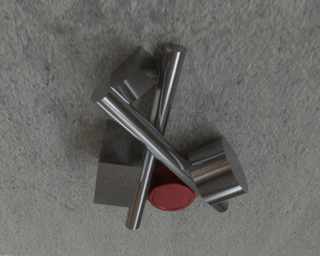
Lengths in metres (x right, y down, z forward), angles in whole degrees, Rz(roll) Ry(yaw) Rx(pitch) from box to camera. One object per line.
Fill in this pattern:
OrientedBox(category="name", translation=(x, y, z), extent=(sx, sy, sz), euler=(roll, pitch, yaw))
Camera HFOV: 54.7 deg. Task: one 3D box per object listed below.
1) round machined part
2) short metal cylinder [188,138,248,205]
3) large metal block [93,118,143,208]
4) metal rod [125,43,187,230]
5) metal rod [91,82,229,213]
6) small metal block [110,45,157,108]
OrientedBox(category="round machined part", translation=(0.017, 0.092, 0.477), extent=(0.099, 0.042, 0.097), euler=(-1, 130, 0))
OrientedBox(category="short metal cylinder", translation=(0.080, 0.059, 0.425), extent=(0.050, 0.080, 0.080), euler=(-26, 126, 20))
OrientedBox(category="large metal block", translation=(-0.054, 0.046, 0.412), extent=(0.050, 0.080, 0.079), euler=(9, 130, -8))
OrientedBox(category="metal rod", translation=(-0.014, 0.034, 0.417), extent=(0.025, 0.025, 0.298), euler=(9, 124, -8))
OrientedBox(category="metal rod", translation=(0.021, 0.045, 0.402), extent=(0.025, 0.025, 0.300), euler=(-26, 135, 20))
OrientedBox(category="small metal block", translation=(-0.030, -0.056, 0.344), extent=(0.050, 0.050, 0.025), euler=(-37, 121, 27))
